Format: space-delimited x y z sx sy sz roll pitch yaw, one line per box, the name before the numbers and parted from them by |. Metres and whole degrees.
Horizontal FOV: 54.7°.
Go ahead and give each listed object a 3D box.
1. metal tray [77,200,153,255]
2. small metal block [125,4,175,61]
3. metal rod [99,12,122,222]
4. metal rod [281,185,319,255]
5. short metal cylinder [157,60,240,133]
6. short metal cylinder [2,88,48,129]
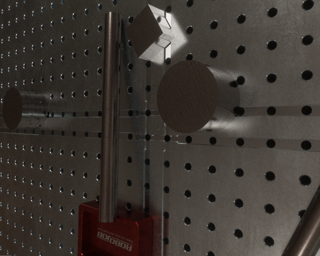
metal tray | -0.070 0.166 0.461 0.130 0.030 0.089 3 92 39
small metal block | -0.014 -0.128 0.419 0.050 0.025 0.050 -37 67 33
metal rod | -0.071 -0.020 0.445 0.025 0.025 0.298 -6 80 39
metal rod | 0.175 0.008 0.264 0.025 0.025 0.298 31 109 35
short metal cylinder | 0.043 -0.034 0.356 0.080 0.050 0.079 0 90 39
short metal cylinder | -0.265 -0.037 0.608 0.080 0.050 0.079 0 90 39
